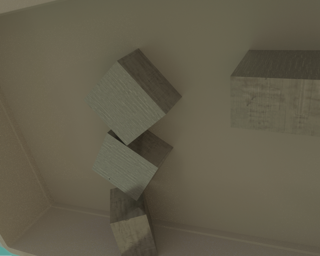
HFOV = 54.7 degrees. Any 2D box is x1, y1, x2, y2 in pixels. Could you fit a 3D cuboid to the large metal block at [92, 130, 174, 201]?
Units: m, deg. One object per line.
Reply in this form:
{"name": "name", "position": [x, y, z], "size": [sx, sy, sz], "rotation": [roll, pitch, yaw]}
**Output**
{"name": "large metal block", "position": [-0.040, 0.043, 0.441], "size": [0.080, 0.050, 0.079], "rotation": [34, 129, 5]}

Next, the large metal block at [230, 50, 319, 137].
{"name": "large metal block", "position": [0.116, -0.037, 0.289], "size": [0.080, 0.080, 0.050], "rotation": [7, 122, 24]}

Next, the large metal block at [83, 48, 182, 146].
{"name": "large metal block", "position": [-0.034, -0.037, 0.388], "size": [0.080, 0.050, 0.080], "rotation": [48, 129, -6]}

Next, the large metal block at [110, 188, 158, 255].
{"name": "large metal block", "position": [-0.041, 0.143, 0.473], "size": [0.050, 0.080, 0.080], "rotation": [-14, 115, -3]}
